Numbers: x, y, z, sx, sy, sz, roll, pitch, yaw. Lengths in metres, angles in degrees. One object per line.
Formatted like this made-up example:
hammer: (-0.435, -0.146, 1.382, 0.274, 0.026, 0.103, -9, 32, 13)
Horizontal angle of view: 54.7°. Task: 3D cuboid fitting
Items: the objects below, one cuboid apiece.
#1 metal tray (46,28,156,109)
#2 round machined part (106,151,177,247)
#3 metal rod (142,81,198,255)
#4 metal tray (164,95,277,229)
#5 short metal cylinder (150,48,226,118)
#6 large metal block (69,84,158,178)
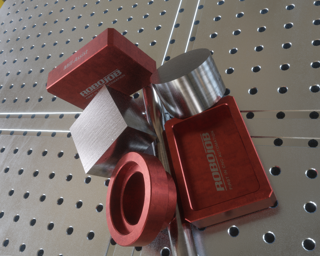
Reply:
metal tray: (-0.081, -0.071, 0.430, 0.130, 0.090, 0.030, -25, 53, 31)
round machined part: (-0.018, 0.077, 0.337, 0.098, 0.042, 0.098, -27, 56, 50)
metal rod: (0.003, 0.023, 0.387, 0.025, 0.025, 0.299, -23, 53, 14)
metal tray: (0.061, 0.034, 0.347, 0.090, 0.030, 0.130, -22, 53, 14)
short metal cylinder: (0.034, -0.056, 0.385, 0.080, 0.050, 0.080, -24, 27, 13)
large metal block: (-0.062, 0.006, 0.393, 0.080, 0.050, 0.080, -48, 49, 18)
